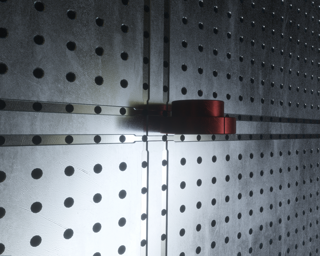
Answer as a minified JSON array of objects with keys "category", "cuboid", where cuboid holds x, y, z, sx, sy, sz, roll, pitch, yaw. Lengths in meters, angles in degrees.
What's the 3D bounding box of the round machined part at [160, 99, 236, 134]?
[{"category":"round machined part","cuboid":[0.049,-0.014,0.405,0.099,0.098,0.042,0,90,-40]}]
